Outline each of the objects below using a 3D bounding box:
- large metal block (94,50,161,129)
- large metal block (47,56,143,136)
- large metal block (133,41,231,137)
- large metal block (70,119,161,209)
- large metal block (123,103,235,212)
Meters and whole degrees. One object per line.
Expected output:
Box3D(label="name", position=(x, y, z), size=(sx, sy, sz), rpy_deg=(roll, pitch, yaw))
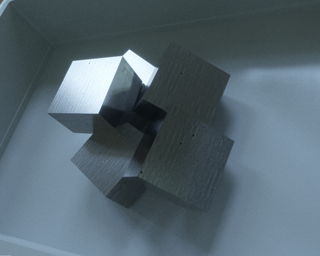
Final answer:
Box3D(label="large metal block", position=(-0.039, -0.053, 0.440), size=(0.080, 0.050, 0.080), rpy_deg=(-45, 51, -4))
Box3D(label="large metal block", position=(-0.079, -0.039, 0.385), size=(0.080, 0.050, 0.080), rpy_deg=(2, 61, 30))
Box3D(label="large metal block", position=(0.026, -0.042, 0.371), size=(0.080, 0.050, 0.080), rpy_deg=(28, 71, -10))
Box3D(label="large metal block", position=(-0.049, 0.038, 0.385), size=(0.080, 0.050, 0.080), rpy_deg=(34, 80, 38))
Box3D(label="large metal block", position=(0.020, 0.033, 0.328), size=(0.080, 0.080, 0.050), rpy_deg=(-65, 16, -18))
